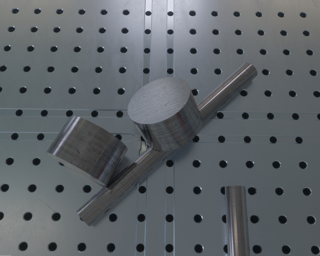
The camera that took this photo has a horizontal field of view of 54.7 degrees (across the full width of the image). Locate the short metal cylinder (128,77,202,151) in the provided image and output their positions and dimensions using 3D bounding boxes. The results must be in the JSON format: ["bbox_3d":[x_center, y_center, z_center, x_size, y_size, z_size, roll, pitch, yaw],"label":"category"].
[{"bbox_3d":[0.007,-0.018,0.386,0.080,0.050,0.080,-15,43,15],"label":"short metal cylinder"}]

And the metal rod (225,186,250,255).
[{"bbox_3d":[0.089,0.214,0.333,0.025,0.025,0.299,1,70,0],"label":"metal rod"}]

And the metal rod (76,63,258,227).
[{"bbox_3d":[0.019,0.013,0.406,0.301,0.025,0.025,-41,75,-14],"label":"metal rod"}]

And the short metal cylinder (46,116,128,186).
[{"bbox_3d":[-0.086,0.028,0.372,0.080,0.080,0.050,26,72,9],"label":"short metal cylinder"}]
